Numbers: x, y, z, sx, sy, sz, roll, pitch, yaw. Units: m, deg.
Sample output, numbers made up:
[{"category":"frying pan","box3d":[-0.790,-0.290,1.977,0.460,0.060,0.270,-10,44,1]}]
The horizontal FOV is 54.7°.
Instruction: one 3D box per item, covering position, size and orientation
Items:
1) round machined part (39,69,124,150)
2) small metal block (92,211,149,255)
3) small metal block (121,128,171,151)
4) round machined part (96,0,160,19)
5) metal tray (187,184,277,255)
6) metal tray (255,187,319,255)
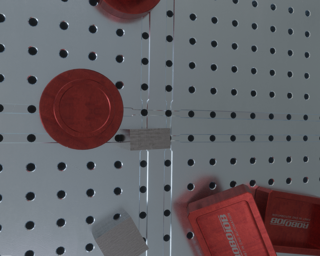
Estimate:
[{"category":"round machined part","box3d":[-0.092,-0.022,0.370,0.099,0.042,0.097,0,90,-20]},{"category":"small metal block","box3d":[-0.050,0.144,0.394,0.050,0.025,0.050,-30,100,-18]},{"category":"small metal block","box3d":[-0.020,0.013,0.392,0.050,0.050,0.025,-2,91,-20]},{"category":"round machined part","box3d":[-0.038,-0.193,0.389,0.099,0.042,0.097,0,90,-20]},{"category":"metal tray","box3d":[0.102,0.153,0.428,0.090,0.030,0.129,-22,99,7]},{"category":"metal tray","box3d":[0.207,0.147,0.486,0.131,0.030,0.090,13,86,-20]}]
